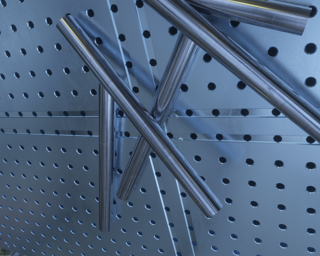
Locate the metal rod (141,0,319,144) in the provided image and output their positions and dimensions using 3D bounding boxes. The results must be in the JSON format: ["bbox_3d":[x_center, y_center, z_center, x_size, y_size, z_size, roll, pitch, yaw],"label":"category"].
[{"bbox_3d":[0.067,-0.075,0.307,0.301,0.025,0.025,37,129,-6],"label":"metal rod"}]

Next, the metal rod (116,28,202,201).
[{"bbox_3d":[-0.011,0.001,0.416,0.025,0.025,0.298,30,128,8],"label":"metal rod"}]

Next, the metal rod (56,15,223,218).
[{"bbox_3d":[-0.027,-0.016,0.383,0.300,0.025,0.025,52,129,3],"label":"metal rod"}]

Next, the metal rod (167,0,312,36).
[{"bbox_3d":[-0.003,-0.144,0.322,0.301,0.025,0.025,19,126,16],"label":"metal rod"}]

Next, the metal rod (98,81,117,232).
[{"bbox_3d":[-0.085,0.061,0.491,0.025,0.025,0.298,19,126,16],"label":"metal rod"}]
